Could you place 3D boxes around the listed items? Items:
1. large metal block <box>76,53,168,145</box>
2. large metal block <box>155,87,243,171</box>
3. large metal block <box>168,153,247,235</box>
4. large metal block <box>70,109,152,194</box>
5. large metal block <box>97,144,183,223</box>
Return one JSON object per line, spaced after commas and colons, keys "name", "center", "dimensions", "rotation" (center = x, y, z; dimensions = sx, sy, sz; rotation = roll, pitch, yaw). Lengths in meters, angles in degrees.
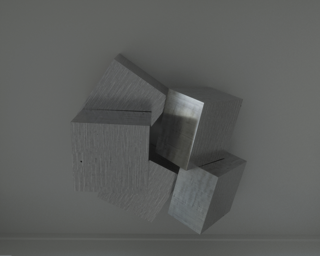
{"name": "large metal block", "center": [-0.042, -0.033, 0.384], "dimensions": [0.080, 0.050, 0.080], "rotation": [34, 106, -12]}
{"name": "large metal block", "center": [0.047, -0.003, 0.373], "dimensions": [0.081, 0.050, 0.079], "rotation": [-9, 119, -46]}
{"name": "large metal block", "center": [0.062, 0.077, 0.402], "dimensions": [0.050, 0.081, 0.079], "rotation": [26, 113, 32]}
{"name": "large metal block", "center": [-0.052, 0.025, 0.350], "dimensions": [0.081, 0.050, 0.079], "rotation": [3, 109, 0]}
{"name": "large metal block", "center": [-0.026, 0.067, 0.418], "dimensions": [0.080, 0.050, 0.080], "rotation": [28, 107, -11]}
